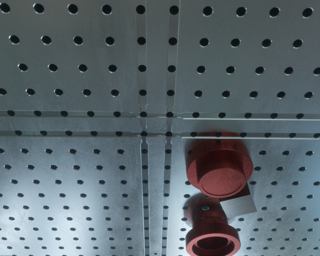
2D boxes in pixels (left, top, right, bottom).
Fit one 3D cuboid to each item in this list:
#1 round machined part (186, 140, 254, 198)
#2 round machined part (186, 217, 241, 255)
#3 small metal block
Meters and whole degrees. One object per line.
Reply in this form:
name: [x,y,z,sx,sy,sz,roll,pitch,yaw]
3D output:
round machined part: [0.089,0.066,0.458,0.099,0.042,0.097,0,130,0]
round machined part: [0.096,0.202,0.573,0.099,0.042,0.097,0,130,0]
small metal block: [0.129,0.121,0.516,0.050,0.025,0.050,-18,128,14]
